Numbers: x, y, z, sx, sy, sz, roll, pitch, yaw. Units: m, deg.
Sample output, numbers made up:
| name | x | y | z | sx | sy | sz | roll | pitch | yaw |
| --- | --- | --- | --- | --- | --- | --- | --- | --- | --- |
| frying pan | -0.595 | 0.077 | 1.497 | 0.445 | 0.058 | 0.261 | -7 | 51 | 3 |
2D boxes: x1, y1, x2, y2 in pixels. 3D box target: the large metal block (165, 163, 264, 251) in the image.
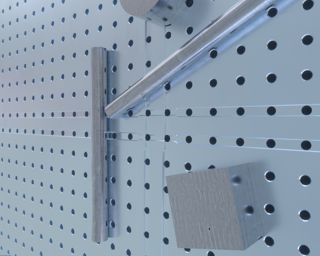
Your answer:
| name | x | y | z | sx | sy | sz | roll | pitch | yaw |
| --- | --- | --- | --- | --- | --- | --- | --- | --- | --- |
| large metal block | 0.059 | 0.086 | 0.343 | 0.080 | 0.050 | 0.080 | -16 | 80 | 38 |

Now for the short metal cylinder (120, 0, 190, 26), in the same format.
| name | x | y | z | sx | sy | sz | roll | pitch | yaw |
| --- | --- | --- | --- | --- | --- | --- | --- | --- | --- |
| short metal cylinder | -0.007 | -0.178 | 0.397 | 0.080 | 0.050 | 0.079 | 0 | 90 | 39 |

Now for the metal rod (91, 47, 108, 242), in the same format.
| name | x | y | z | sx | sy | sz | roll | pitch | yaw |
| --- | --- | --- | --- | --- | --- | --- | --- | --- | --- |
| metal rod | -0.095 | 0.025 | 0.484 | 0.025 | 0.025 | 0.298 | -1 | 90 | 39 |

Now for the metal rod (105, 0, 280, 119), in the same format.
| name | x | y | z | sx | sy | sz | roll | pitch | yaw |
| --- | --- | --- | --- | --- | --- | --- | --- | --- | --- |
| metal rod | 0.032 | -0.089 | 0.381 | 0.299 | 0.025 | 0.025 | -32 | 71 | 35 |
